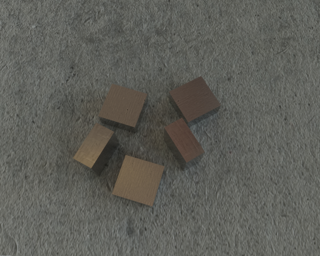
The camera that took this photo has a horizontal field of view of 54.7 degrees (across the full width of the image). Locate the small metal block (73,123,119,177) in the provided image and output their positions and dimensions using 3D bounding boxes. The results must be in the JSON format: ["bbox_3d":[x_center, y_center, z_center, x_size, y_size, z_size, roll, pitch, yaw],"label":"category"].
[{"bbox_3d":[-0.077,0.028,0.384,0.025,0.050,0.050,27,72,9],"label":"small metal block"}]

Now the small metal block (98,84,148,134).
[{"bbox_3d":[-0.048,-0.026,0.417,0.050,0.025,0.050,17,71,6],"label":"small metal block"}]

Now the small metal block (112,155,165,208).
[{"bbox_3d":[-0.026,0.067,0.383,0.050,0.025,0.050,16,71,5],"label":"small metal block"}]

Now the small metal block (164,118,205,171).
[{"bbox_3d":[0.029,0.022,0.387,0.025,0.050,0.050,-29,73,-10],"label":"small metal block"}]

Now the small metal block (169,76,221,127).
[{"bbox_3d":[0.046,-0.035,0.421,0.050,0.025,0.050,-27,72,-10],"label":"small metal block"}]
